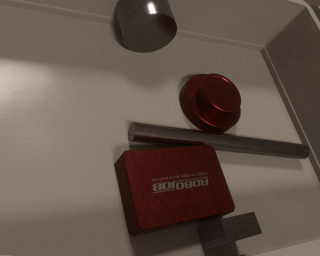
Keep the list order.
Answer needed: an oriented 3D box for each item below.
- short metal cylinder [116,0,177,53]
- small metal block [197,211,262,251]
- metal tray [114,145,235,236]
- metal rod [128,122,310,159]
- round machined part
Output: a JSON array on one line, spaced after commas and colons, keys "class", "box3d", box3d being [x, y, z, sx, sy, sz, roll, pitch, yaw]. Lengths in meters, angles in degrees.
[{"class": "short metal cylinder", "box3d": [-0.020, -0.157, 0.457, 0.081, 0.080, 0.050, -2, 63, -29]}, {"class": "small metal block", "box3d": [0.080, 0.120, 0.361, 0.050, 0.050, 0.025, -2, 63, -30]}, {"class": "metal tray", "box3d": [0.019, 0.070, 0.372, 0.131, 0.030, 0.090, -2, 63, -29]}, {"class": "metal rod", "box3d": [0.101, 0.022, 0.448, 0.302, 0.025, 0.025, 7, 59, -25]}, {"class": "round machined part", "box3d": [0.082, -0.043, 0.468, 0.099, 0.042, 0.098, 14, 56, -21]}]
